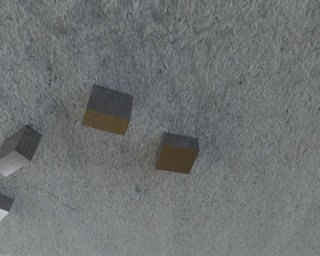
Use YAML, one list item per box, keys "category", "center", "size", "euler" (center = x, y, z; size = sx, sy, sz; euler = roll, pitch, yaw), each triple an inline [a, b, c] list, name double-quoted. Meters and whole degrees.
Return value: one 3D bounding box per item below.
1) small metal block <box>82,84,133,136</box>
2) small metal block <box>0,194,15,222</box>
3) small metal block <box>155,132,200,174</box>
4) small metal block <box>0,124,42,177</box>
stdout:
- category: "small metal block"
  center: [-0.062, -0.022, 0.371]
  size: [0.050, 0.050, 0.025]
  euler: [15, 128, -13]
- category: "small metal block"
  center: [-0.282, 0.131, 0.516]
  size: [0.050, 0.025, 0.050]
  euler: [33, 123, -25]
- category: "small metal block"
  center: [0.023, 0.036, 0.438]
  size: [0.050, 0.025, 0.050]
  euler: [10, 130, -9]
- category: "small metal block"
  center: [-0.192, 0.030, 0.414]
  size: [0.050, 0.050, 0.025]
  euler: [-29, 125, 22]
